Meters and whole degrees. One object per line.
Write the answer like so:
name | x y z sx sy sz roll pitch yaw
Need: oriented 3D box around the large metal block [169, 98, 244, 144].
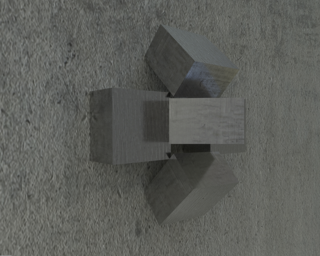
large metal block | 0.053 -0.008 0.374 0.080 0.080 0.050 0 91 4

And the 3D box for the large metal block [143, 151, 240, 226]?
large metal block | 0.039 0.076 0.397 0.081 0.080 0.050 2 46 -39

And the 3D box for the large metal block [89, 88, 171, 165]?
large metal block | -0.034 -0.002 0.363 0.081 0.050 0.079 -1 91 -40

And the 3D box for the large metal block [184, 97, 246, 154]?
large metal block | 0.082 -0.004 0.458 0.081 0.050 0.079 0 90 -40

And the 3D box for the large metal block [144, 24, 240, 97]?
large metal block | 0.039 -0.083 0.398 0.081 0.080 0.050 0 134 -40
